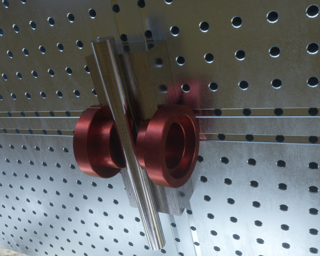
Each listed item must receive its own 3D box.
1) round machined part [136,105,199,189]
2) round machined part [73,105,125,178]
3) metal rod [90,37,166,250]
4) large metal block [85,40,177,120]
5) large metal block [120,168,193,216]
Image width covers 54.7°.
[{"bbox_3d":[0.008,0.020,0.372,0.042,0.099,0.097,5,121,32],"label":"round machined part"},{"bbox_3d":[-0.064,0.017,0.408,0.042,0.098,0.097,2,119,27],"label":"round machined part"},{"bbox_3d":[-0.032,0.039,0.387,0.025,0.025,0.298,2,120,27],"label":"metal rod"},{"bbox_3d":[-0.033,-0.057,0.376,0.080,0.050,0.079,2,120,27],"label":"large metal block"},{"bbox_3d":[-0.004,0.072,0.441,0.080,0.050,0.079,3,120,27],"label":"large metal block"}]
